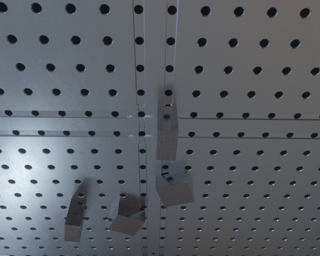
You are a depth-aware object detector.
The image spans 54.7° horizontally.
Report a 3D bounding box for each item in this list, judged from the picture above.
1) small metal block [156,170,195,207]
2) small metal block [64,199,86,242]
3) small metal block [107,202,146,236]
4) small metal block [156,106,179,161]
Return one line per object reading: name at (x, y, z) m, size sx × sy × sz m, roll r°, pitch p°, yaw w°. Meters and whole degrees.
small metal block at (0.025, 0.098, 0.496) m, size 0.050 × 0.025 × 0.050 m, roll -13°, pitch 129°, yaw 10°
small metal block at (-0.144, 0.158, 0.528) m, size 0.025 × 0.050 × 0.050 m, roll 9°, pitch 130°, yaw -8°
small metal block at (-0.059, 0.162, 0.549) m, size 0.050 × 0.025 × 0.050 m, roll 20°, pitch 127°, yaw -17°
small metal block at (0.008, 0.007, 0.401) m, size 0.025 × 0.050 × 0.050 m, roll 2°, pitch 130°, yaw -2°
